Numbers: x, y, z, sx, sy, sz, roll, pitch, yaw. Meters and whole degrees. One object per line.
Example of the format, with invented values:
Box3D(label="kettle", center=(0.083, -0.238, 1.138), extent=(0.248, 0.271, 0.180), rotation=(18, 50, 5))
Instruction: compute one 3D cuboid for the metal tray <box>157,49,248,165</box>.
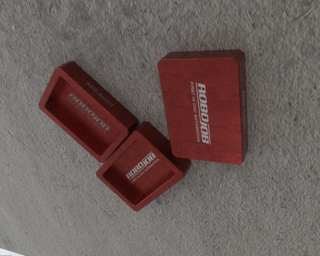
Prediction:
Box3D(label="metal tray", center=(0.053, -0.023, 0.362), extent=(0.090, 0.030, 0.129), rotation=(4, 121, 26))

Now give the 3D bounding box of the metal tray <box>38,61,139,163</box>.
Box3D(label="metal tray", center=(-0.105, -0.020, 0.446), extent=(0.130, 0.030, 0.090), rotation=(42, 129, -1))

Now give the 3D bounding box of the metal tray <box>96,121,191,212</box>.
Box3D(label="metal tray", center=(-0.028, 0.061, 0.455), extent=(0.090, 0.030, 0.129), rotation=(43, 129, -2))
